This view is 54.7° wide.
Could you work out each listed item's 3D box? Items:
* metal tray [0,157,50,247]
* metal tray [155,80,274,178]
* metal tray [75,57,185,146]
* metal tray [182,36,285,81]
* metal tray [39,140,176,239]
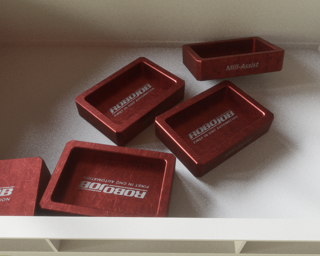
[{"bbox_3d":[-0.193,0.081,0.331,0.131,0.030,0.090,-5,50,-5],"label":"metal tray"},{"bbox_3d":[0.070,-0.004,0.406,0.131,0.030,0.090,-29,56,-23],"label":"metal tray"},{"bbox_3d":[-0.039,-0.043,0.436,0.090,0.030,0.131,36,58,26],"label":"metal tray"},{"bbox_3d":[0.108,-0.109,0.475,0.131,0.030,0.090,-8,30,-8],"label":"metal tray"},{"bbox_3d":[-0.053,0.065,0.346,0.131,0.030,0.090,7,50,5],"label":"metal tray"}]
